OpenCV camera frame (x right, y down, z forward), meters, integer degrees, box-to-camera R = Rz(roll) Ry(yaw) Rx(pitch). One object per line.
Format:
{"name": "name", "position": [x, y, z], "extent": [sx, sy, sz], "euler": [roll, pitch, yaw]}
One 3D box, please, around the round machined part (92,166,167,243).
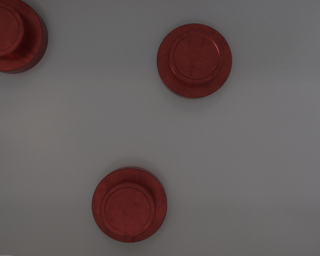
{"name": "round machined part", "position": [-0.040, 0.101, 0.403], "extent": [0.099, 0.042, 0.097], "euler": [0, 90, 0]}

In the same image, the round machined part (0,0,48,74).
{"name": "round machined part", "position": [-0.202, -0.122, 0.401], "extent": [0.099, 0.042, 0.097], "euler": [0, 90, 0]}

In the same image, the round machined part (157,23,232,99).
{"name": "round machined part", "position": [0.045, -0.088, 0.403], "extent": [0.099, 0.042, 0.097], "euler": [0, 90, 0]}
